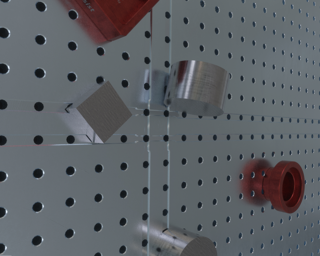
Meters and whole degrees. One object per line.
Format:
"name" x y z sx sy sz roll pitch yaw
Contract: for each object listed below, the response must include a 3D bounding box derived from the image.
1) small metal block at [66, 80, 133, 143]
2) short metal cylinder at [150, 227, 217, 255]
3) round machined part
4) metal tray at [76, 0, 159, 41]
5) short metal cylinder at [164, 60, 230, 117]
"small metal block" -0.068 -0.018 0.353 0.050 0.025 0.050 -48 119 -29
"short metal cylinder" 0.033 0.182 0.421 0.081 0.050 0.079 0 90 -40
"round machined part" 0.235 0.111 0.597 0.099 0.042 0.097 0 90 -40
"metal tray" -0.064 -0.178 0.351 0.130 0.030 0.090 50 61 -29
"short metal cylinder" 0.049 -0.051 0.415 0.080 0.080 0.050 20 78 -39
